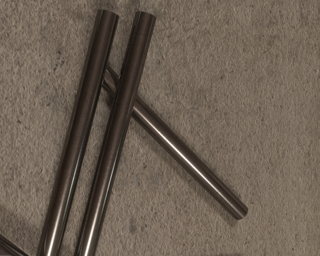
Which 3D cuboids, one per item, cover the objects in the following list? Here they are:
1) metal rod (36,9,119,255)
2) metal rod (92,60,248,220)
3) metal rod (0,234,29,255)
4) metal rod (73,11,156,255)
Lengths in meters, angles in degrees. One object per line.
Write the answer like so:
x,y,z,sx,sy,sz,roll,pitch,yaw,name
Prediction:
-0.096,0.014,0.357,0.025,0.025,0.298,14,92,-20,metal rod
0.017,0.022,0.416,0.300,0.025,0.025,45,76,-15,metal rod
-0.184,0.117,0.325,0.300,0.025,0.025,43,76,-9,metal rod
-0.054,0.012,0.369,0.025,0.025,0.298,14,93,-20,metal rod
